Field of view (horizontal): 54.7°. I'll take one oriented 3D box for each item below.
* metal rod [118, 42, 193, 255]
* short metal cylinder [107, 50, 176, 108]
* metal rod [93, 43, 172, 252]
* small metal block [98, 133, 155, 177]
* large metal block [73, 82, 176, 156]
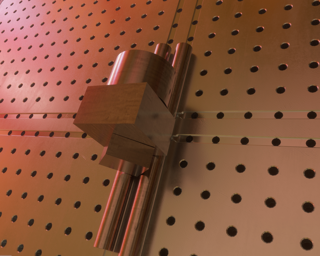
[{"bbox_3d":[0.001,0.012,0.400,0.025,0.025,0.300,1,62,28],"label":"metal rod"},{"bbox_3d":[-0.024,-0.052,0.389,0.080,0.080,0.050,1,62,28],"label":"short metal cylinder"},{"bbox_3d":[-0.029,0.008,0.419,0.025,0.025,0.300,1,62,28],"label":"metal rod"},{"bbox_3d":[-0.040,0.033,0.362,0.050,0.050,0.025,20,65,-12],"label":"small metal block"},{"bbox_3d":[-0.038,-0.008,0.365,0.080,0.080,0.050,0,62,28],"label":"large metal block"}]
